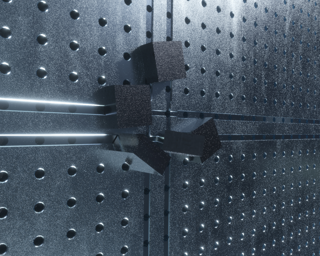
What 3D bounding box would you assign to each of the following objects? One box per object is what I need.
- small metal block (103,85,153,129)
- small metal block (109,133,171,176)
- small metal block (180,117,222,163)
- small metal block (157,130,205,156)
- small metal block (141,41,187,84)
[{"bbox_3d":[-0.038,-0.026,0.376,0.050,0.025,0.050,-7,94,-40],"label":"small metal block"},{"bbox_3d":[-0.024,0.031,0.372,0.050,0.050,0.025,42,65,-32],"label":"small metal block"},{"bbox_3d":[0.061,0.017,0.459,0.050,0.025,0.050,-32,110,-35],"label":"small metal block"},{"bbox_3d":[0.025,0.021,0.401,0.050,0.050,0.025,10,83,-9],"label":"small metal block"},{"bbox_3d":[0.006,-0.088,0.413,0.050,0.025,0.050,-15,100,-39],"label":"small metal block"}]
